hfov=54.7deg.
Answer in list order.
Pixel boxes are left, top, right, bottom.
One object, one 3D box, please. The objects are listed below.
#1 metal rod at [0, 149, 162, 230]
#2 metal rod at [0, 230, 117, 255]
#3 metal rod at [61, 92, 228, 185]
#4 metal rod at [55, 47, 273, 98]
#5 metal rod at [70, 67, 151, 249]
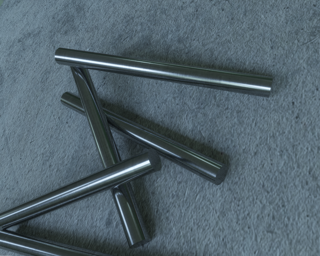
[{"bbox_3d":[-0.130,0.089,0.388,0.300,0.025,0.025,-24,53,24],"label":"metal rod"},{"bbox_3d":[-0.082,0.152,0.353,0.300,0.025,0.025,0,62,28],"label":"metal rod"},{"bbox_3d":[-0.043,0.001,0.425,0.300,0.025,0.025,24,75,36],"label":"metal rod"},{"bbox_3d":[-0.009,-0.077,0.413,0.301,0.025,0.025,12,67,18],"label":"metal rod"},{"bbox_3d":[-0.077,0.009,0.413,0.025,0.025,0.299,-30,60,9],"label":"metal rod"}]
